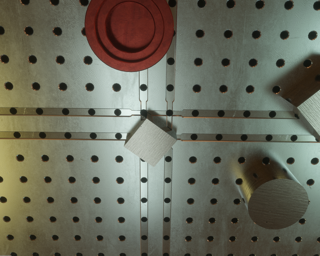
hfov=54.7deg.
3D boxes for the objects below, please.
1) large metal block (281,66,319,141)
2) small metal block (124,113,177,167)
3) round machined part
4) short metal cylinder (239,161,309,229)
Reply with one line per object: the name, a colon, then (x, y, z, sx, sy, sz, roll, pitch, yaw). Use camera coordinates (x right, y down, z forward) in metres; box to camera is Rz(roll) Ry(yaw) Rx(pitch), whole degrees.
large metal block: (0.219, -0.031, 0.391, 0.080, 0.050, 0.080, -41, 105, 13)
small metal block: (-0.013, 0.016, 0.419, 0.050, 0.025, 0.050, 36, 106, -13)
round machined part: (-0.034, -0.117, 0.361, 0.099, 0.042, 0.097, 0, 110, 0)
short metal cylinder: (0.157, 0.094, 0.436, 0.081, 0.050, 0.079, 0, 110, 0)
